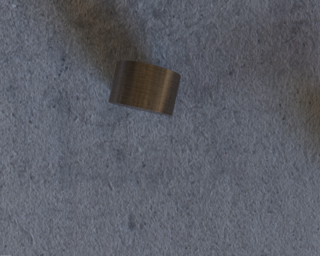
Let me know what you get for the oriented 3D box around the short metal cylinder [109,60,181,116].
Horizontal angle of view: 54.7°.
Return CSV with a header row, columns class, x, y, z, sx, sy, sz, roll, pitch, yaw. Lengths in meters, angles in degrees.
class,x,y,z,sx,sy,sz,roll,pitch,yaw
short metal cylinder,-0.019,-0.047,0.382,0.080,0.080,0.050,12,90,-1
